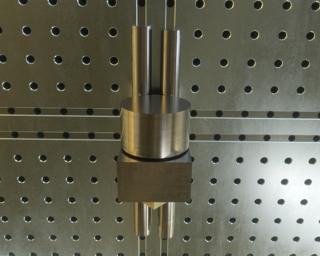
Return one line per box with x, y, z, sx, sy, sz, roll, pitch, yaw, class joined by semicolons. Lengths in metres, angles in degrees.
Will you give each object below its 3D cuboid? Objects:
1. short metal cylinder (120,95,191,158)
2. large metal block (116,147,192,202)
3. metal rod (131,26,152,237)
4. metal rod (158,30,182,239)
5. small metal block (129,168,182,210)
-0.006;-0.005;0.360;0.081;0.080;0.050;1;110;-1;short metal cylinder
-0.006;0.046;0.374;0.081;0.080;0.050;0;110;-1;large metal block
-0.024;0.018;0.421;0.025;0.025;0.298;1;110;-1;metal rod
0.011;0.022;0.423;0.025;0.025;0.298;1;110;-1;metal rod
-0.007;0.075;0.403;0.050;0.050;0.025;-18;118;-42;small metal block
